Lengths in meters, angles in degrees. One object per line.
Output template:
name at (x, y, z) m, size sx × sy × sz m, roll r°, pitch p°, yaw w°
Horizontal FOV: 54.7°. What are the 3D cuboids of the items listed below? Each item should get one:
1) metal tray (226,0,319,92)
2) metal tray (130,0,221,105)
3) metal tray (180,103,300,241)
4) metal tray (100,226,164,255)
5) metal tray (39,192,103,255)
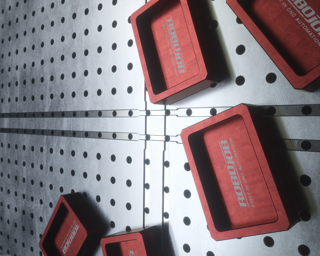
metal tray at (0.134, -0.110, 0.294) m, size 0.090 × 0.030 × 0.130 m, roll -42°, pitch 65°, yaw 31°
metal tray at (0.016, -0.104, 0.391) m, size 0.090 × 0.030 × 0.129 m, roll -22°, pitch 76°, yaw 37°
metal tray at (0.082, 0.049, 0.337) m, size 0.090 × 0.030 × 0.129 m, roll -26°, pitch 74°, yaw 36°
metal tray at (-0.031, 0.210, 0.429) m, size 0.090 × 0.030 × 0.129 m, roll -24°, pitch 75°, yaw 37°
metal tray at (-0.157, 0.188, 0.532) m, size 0.090 × 0.030 × 0.129 m, roll 43°, pitch 116°, yaw 31°
